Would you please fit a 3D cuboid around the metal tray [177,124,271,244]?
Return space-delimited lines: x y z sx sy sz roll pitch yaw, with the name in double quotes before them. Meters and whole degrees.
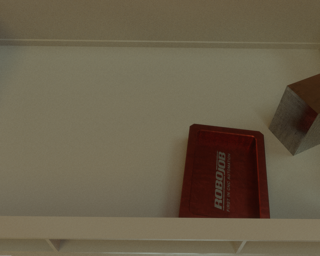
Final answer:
"metal tray" 0.073 0.057 0.354 0.091 0.030 0.130 7 50 5

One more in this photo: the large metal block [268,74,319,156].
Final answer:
"large metal block" 0.195 -0.020 0.389 0.081 0.080 0.050 -20 53 -16
